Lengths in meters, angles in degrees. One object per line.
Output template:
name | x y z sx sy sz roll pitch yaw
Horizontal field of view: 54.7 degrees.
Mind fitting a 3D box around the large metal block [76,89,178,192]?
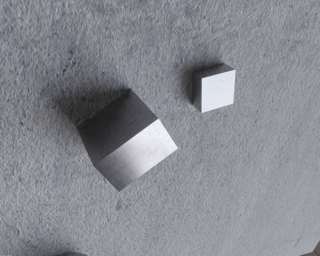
large metal block | -0.040 0.011 0.356 0.080 0.080 0.050 -36 129 -4

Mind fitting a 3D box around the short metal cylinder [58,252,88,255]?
short metal cylinder | -0.129 0.228 0.442 0.081 0.080 0.050 -6 121 -26

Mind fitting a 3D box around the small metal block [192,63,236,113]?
small metal block | 0.071 -0.053 0.412 0.050 0.025 0.050 -17 125 -19
